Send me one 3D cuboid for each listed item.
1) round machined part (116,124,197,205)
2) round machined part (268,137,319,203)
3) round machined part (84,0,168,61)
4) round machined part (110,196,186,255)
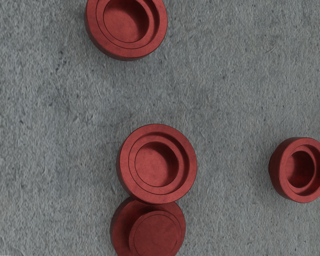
[{"bbox_3d":[-0.007,0.047,0.388,0.099,0.042,0.098,6,71,-18],"label":"round machined part"},{"bbox_3d":[0.208,0.062,0.477,0.099,0.042,0.097,0,90,-20],"label":"round machined part"},{"bbox_3d":[-0.044,-0.131,0.383,0.099,0.042,0.097,0,90,-20],"label":"round machined part"},{"bbox_3d":[-0.011,0.133,0.396,0.099,0.042,0.097,0,90,-20],"label":"round machined part"}]
